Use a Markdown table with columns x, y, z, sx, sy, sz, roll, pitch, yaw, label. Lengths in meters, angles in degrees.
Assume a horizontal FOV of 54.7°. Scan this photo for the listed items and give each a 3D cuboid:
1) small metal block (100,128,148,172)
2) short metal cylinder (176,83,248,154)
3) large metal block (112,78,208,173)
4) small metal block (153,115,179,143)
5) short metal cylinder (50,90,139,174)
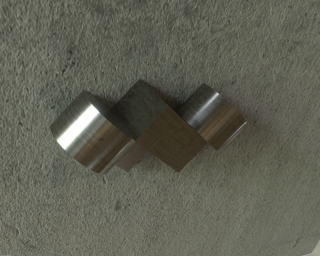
| x | y | z | sx | sy | sz | roll | pitch | yaw | label |
| --- | --- | --- | --- | --- | --- | --- | --- | --- | --- |
| -0.045 | 0.022 | 0.398 | 0.050 | 0.025 | 0.050 | -46 | 129 | 4 | small metal block |
| 0.066 | -0.012 | 0.402 | 0.050 | 0.080 | 0.080 | -46 | 129 | 4 | short metal cylinder |
| -0.002 | -0.004 | 0.371 | 0.050 | 0.080 | 0.080 | -47 | 130 | 4 | large metal block |
| 0.026 | 0.016 | 0.433 | 0.050 | 0.025 | 0.050 | -46 | 129 | 4 | small metal block |
| -0.070 | 0.004 | 0.337 | 0.050 | 0.080 | 0.080 | -46 | 129 | 4 | short metal cylinder |
